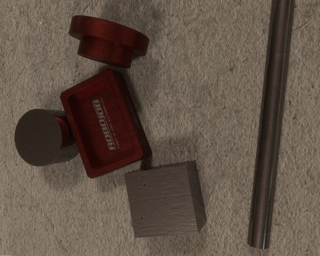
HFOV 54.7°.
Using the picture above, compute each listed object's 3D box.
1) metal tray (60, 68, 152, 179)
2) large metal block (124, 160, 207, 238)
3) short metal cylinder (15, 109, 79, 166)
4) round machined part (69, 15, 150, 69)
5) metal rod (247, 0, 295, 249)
[{"bbox_3d":[-0.077,-0.005,0.431,0.090,0.030,0.129,-23,83,18],"label":"metal tray"},{"bbox_3d":[0.008,0.088,0.392,0.080,0.050,0.080,-11,86,19],"label":"large metal block"},{"bbox_3d":[-0.161,0.013,0.451,0.080,0.050,0.079,0,90,19],"label":"short metal cylinder"},{"bbox_3d":[-0.066,-0.104,0.393,0.098,0.098,0.042,16,96,19],"label":"round machined part"},{"bbox_3d":[0.130,-0.010,0.362,0.025,0.025,0.298,6,92,19],"label":"metal rod"}]
